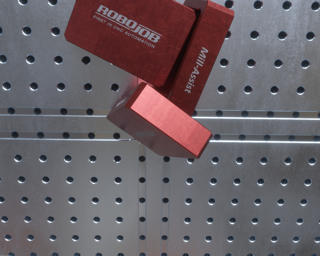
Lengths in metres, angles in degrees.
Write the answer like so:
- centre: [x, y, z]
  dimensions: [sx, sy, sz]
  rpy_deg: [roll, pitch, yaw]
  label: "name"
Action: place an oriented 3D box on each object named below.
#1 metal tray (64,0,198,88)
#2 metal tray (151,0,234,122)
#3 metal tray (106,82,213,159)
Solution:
- centre: [-0.033, -0.114, 0.351]
  dimensions: [0.130, 0.030, 0.089]
  rpy_deg: [28, 108, 5]
  label: "metal tray"
- centre: [0.029, -0.075, 0.349]
  dimensions: [0.030, 0.090, 0.129]
  rpy_deg: [16, 110, -16]
  label: "metal tray"
- centre: [-0.008, -0.003, 0.357]
  dimensions: [0.090, 0.130, 0.030]
  rpy_deg: [36, 77, -13]
  label: "metal tray"
